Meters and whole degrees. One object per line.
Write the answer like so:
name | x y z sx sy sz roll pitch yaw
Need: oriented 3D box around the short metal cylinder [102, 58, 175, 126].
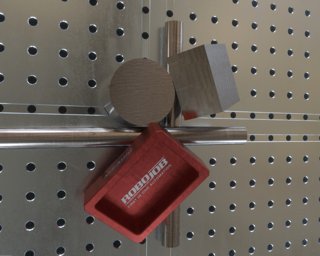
short metal cylinder | -0.028 -0.042 0.388 0.081 0.050 0.079 0 90 -20

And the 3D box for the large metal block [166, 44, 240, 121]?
large metal block | 0.059 -0.061 0.400 0.080 0.050 0.080 -27 102 -58

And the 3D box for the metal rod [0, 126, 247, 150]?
metal rod | -0.036 0.011 0.382 0.302 0.025 0.025 0 90 -13

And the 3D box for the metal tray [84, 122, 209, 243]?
metal tray | -0.017 0.068 0.376 0.090 0.030 0.130 41 98 -22

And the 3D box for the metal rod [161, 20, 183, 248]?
metal rod | 0.017 0.008 0.419 0.025 0.025 0.298 1 90 -20
